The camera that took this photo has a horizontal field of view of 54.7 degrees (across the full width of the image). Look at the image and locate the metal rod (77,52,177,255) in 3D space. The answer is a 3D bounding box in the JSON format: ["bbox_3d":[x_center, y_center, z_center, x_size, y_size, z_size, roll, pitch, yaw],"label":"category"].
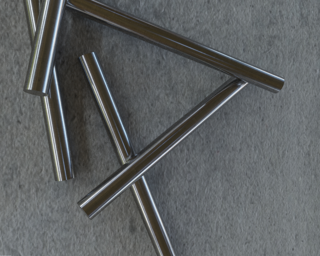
[{"bbox_3d":[-0.036,0.050,0.396,0.025,0.025,0.298,-24,98,-19],"label":"metal rod"}]

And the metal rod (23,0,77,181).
[{"bbox_3d":[-0.135,-0.087,0.359,0.025,0.025,0.298,-10,94,-20],"label":"metal rod"}]

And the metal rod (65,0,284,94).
[{"bbox_3d":[0.028,-0.107,0.403,0.302,0.025,0.025,19,84,-13],"label":"metal rod"}]

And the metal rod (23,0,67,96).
[{"bbox_3d":[-0.112,-0.183,0.350,0.025,0.025,0.299,11,80,-20],"label":"metal rod"}]

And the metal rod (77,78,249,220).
[{"bbox_3d":[0.024,0.005,0.400,0.301,0.025,0.025,-39,103,-23],"label":"metal rod"}]
